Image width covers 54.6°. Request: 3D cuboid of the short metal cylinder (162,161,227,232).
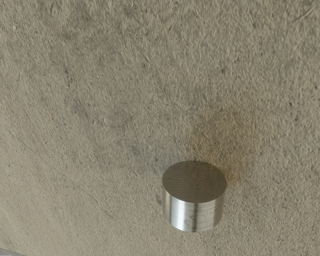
[{"bbox_3d":[0.043,0.086,0.402,0.080,0.080,0.050,13,124,21],"label":"short metal cylinder"}]
